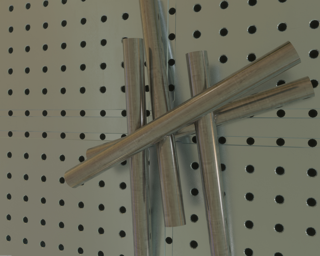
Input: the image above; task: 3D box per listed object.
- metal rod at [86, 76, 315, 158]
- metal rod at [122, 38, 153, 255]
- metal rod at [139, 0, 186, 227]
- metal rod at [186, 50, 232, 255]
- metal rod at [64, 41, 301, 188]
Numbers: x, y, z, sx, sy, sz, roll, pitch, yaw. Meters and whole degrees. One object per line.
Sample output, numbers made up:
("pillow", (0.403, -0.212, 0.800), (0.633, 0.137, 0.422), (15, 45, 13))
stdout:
("metal rod", (0.036, -0.003, 0.400), (0.300, 0.025, 0.025), (-18, 84, 19))
("metal rod", (-0.027, 0.040, 0.398), (0.025, 0.025, 0.298), (1, 99, 20))
("metal rod", (0.001, -0.032, 0.390), (0.025, 0.025, 0.299), (-11, 78, 20))
("metal rod", (0.062, 0.060, 0.372), (0.025, 0.025, 0.298), (-6, 95, 20))
("metal rod", (0.009, -0.004, 0.353), (0.300, 0.025, 0.025), (-30, 80, 19))
